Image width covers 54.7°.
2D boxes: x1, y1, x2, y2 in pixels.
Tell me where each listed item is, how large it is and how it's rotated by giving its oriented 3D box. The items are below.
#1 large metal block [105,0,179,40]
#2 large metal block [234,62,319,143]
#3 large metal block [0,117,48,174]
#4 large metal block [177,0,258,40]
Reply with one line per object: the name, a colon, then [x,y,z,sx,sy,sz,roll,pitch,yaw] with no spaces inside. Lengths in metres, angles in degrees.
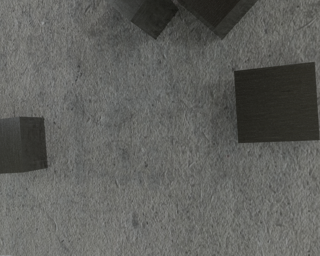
large metal block: [-0.033,-0.166,0.391,0.080,0.080,0.050,43,104,15]
large metal block: [0.130,-0.025,0.350,0.080,0.050,0.080,-3,89,20]
large metal block: [-0.225,0.027,0.475,0.080,0.050,0.080,-6,88,20]
large metal block: [0.070,-0.168,0.371,0.080,0.050,0.080,46,104,14]
